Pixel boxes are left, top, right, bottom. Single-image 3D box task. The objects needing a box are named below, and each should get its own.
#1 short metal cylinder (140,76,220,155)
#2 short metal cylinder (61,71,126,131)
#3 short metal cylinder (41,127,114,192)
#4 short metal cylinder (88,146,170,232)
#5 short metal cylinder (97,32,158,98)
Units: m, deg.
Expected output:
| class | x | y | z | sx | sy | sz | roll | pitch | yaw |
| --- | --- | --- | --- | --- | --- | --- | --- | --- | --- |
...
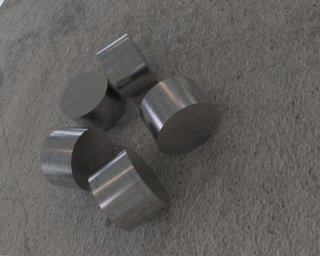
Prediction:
| class | x | y | z | sx | sy | sz | roll | pitch | yaw |
| --- | --- | --- | --- | --- | --- | --- | --- | --- | --- |
| short metal cylinder | 0.023 | -0.014 | 0.365 | 0.080 | 0.080 | 0.050 | -36 | 51 | 4 |
| short metal cylinder | -0.099 | -0.038 | 0.463 | 0.080 | 0.050 | 0.080 | -13 | 56 | 21 |
| short metal cylinder | -0.104 | 0.039 | 0.400 | 0.050 | 0.080 | 0.080 | 1 | 62 | 29 |
| short metal cylinder | -0.033 | 0.067 | 0.345 | 0.050 | 0.080 | 0.080 | -38 | 51 | 3 |
| short metal cylinder | -0.046 | -0.090 | 0.448 | 0.050 | 0.080 | 0.080 | -32 | 52 | 8 |
